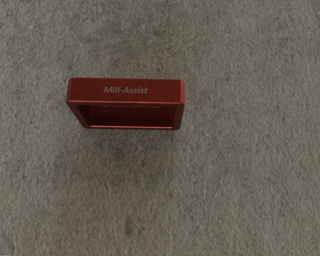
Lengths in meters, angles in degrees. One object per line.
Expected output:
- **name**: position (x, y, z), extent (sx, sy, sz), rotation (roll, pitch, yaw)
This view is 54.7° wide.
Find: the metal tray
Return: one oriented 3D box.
- **metal tray**: position (-0.038, -0.027, 0.382), extent (0.131, 0.090, 0.030), rotation (1, 70, 0)
